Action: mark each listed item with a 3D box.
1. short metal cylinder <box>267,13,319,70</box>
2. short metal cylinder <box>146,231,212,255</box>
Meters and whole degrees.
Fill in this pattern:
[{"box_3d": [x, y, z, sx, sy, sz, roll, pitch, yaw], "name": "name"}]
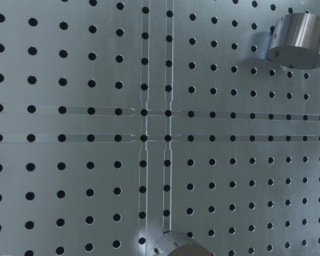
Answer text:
[{"box_3d": [0.207, -0.126, 0.459, 0.081, 0.080, 0.050, 20, 84, -19], "name": "short metal cylinder"}, {"box_3d": [0.026, 0.184, 0.409, 0.081, 0.050, 0.079, 0, 90, -20], "name": "short metal cylinder"}]
